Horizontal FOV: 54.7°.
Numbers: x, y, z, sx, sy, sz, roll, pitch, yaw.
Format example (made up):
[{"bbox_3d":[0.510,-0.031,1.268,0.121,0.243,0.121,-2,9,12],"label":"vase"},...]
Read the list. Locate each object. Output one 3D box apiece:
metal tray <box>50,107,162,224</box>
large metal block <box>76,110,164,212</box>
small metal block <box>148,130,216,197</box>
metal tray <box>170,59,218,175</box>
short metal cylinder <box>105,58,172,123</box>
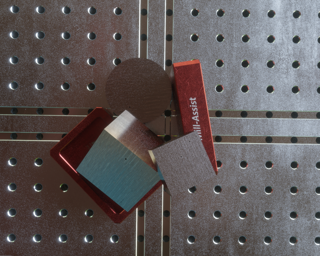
[{"bbox_3d":[-0.066,0.048,0.409,0.090,0.030,0.130,-43,91,0],"label":"metal tray"},{"bbox_3d":[-0.040,0.040,0.369,0.080,0.050,0.080,40,125,-1],"label":"large metal block"},{"bbox_3d":[0.022,0.036,0.319,0.050,0.025,0.050,-24,91,-12],"label":"small metal block"},{"bbox_3d":[0.039,-0.010,0.381,0.030,0.090,0.129,-9,90,0],"label":"metal tray"},{"bbox_3d":[-0.026,-0.046,0.400,0.081,0.050,0.079,0,90,-1],"label":"short metal cylinder"}]
